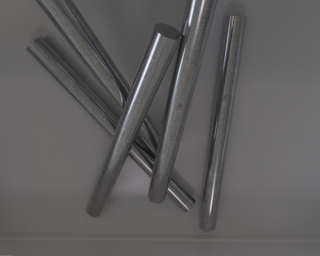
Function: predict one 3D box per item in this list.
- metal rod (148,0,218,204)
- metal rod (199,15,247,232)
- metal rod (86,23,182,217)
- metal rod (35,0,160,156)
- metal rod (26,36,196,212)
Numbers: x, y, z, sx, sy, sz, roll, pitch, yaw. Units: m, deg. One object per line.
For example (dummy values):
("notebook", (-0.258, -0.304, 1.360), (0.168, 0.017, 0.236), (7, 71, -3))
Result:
("metal rod", (0.018, -0.020, 0.327), (0.025, 0.025, 0.298), (8, 130, -3))
("metal rod", (0.080, 0.008, 0.414), (0.025, 0.025, 0.298), (3, 110, -1))
("metal rod", (-0.045, 0.019, 0.360), (0.025, 0.025, 0.298), (21, 131, -8))
("metal rod", (-0.052, -0.052, 0.323), (0.025, 0.025, 0.300), (-25, 135, 9))
("metal rod", (-0.054, 0.005, 0.412), (0.025, 0.025, 0.300), (-38, 106, 13))
